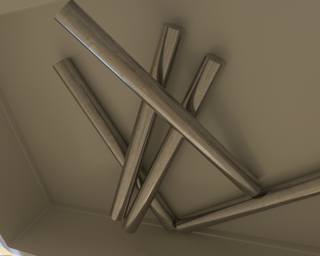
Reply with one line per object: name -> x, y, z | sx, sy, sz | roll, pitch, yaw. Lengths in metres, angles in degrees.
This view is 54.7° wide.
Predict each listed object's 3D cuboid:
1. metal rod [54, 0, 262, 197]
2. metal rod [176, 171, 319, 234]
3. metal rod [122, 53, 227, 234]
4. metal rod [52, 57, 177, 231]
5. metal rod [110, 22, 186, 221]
metal rod -> 0.015, -0.017, 0.341 | 0.300, 0.025, 0.025 | 42, 131, -21
metal rod -> 0.135, 0.091, 0.393 | 0.299, 0.025, 0.025 | -32, 101, 38
metal rod -> 0.006, 0.041, 0.410 | 0.025, 0.025, 0.298 | 30, 122, 9
metal rod -> -0.059, 0.032, 0.459 | 0.025, 0.025, 0.299 | -22, 107, 36
metal rod -> -0.025, 0.013, 0.408 | 0.025, 0.025, 0.298 | 26, 121, 12
